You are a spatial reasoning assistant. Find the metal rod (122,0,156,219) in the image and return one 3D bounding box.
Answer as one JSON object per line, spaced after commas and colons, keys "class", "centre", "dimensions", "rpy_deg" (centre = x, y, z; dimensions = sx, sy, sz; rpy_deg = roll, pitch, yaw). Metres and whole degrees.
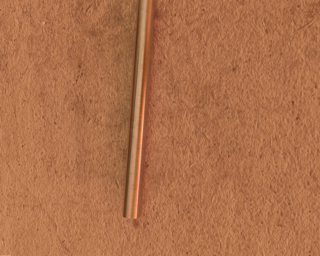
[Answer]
{"class": "metal rod", "centre": [-0.028, -0.029, 0.419], "dimensions": [0.025, 0.025, 0.298], "rpy_deg": [5, 92, 20]}
